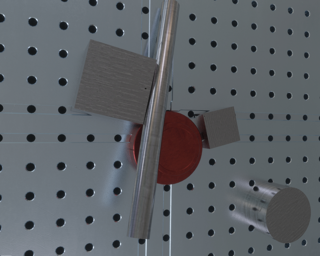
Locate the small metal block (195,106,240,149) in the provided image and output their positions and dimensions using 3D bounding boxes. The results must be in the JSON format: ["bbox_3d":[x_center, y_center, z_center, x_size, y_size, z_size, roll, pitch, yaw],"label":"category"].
[{"bbox_3d":[0.082,-0.001,0.443,0.050,0.025,0.050,-14,95,-20],"label":"small metal block"}]

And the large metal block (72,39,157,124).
[{"bbox_3d":[-0.057,-0.052,0.378,0.081,0.050,0.080,13,86,-20],"label":"large metal block"}]

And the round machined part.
[{"bbox_3d":[0.013,0.026,0.409,0.099,0.042,0.097,0,90,-20],"label":"round machined part"}]

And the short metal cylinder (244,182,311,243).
[{"bbox_3d":[0.176,0.124,0.465,0.081,0.050,0.079,0,90,-20],"label":"short metal cylinder"}]

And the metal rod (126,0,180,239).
[{"bbox_3d":[-0.005,-0.024,0.376,0.025,0.025,0.299,14,72,-20],"label":"metal rod"}]
